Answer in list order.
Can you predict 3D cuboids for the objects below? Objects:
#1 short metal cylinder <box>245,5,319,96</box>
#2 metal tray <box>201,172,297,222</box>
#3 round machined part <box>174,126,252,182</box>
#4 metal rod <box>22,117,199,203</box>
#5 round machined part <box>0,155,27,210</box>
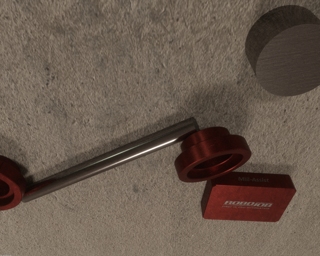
[{"bbox_3d":[0.135,-0.080,0.325,0.081,0.050,0.079,0,130,0],"label":"short metal cylinder"},{"bbox_3d":[0.139,0.113,0.502,0.131,0.030,0.089,4,130,-4],"label":"metal tray"},{"bbox_3d":[0.066,0.033,0.409,0.099,0.042,0.098,-14,152,-7],"label":"round machined part"},{"bbox_3d":[-0.085,0.052,0.450,0.300,0.025,0.025,-23,127,17],"label":"metal rod"},{"bbox_3d":[-0.248,0.076,0.457,0.099,0.042,0.097,0,130,0],"label":"round machined part"}]
